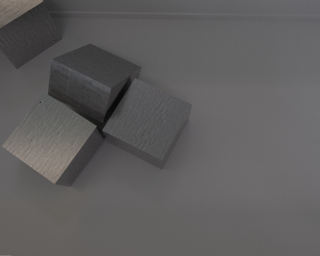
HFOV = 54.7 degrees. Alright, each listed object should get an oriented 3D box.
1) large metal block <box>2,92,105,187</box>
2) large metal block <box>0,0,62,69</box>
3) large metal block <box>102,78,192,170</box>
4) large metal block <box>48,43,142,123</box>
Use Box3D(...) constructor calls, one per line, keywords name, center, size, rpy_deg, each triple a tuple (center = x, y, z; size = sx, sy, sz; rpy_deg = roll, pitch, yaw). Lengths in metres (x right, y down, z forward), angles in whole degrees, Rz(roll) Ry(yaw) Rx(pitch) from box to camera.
Box3D(name="large metal block", center=(-0.127, 0.016, 0.385), size=(0.080, 0.050, 0.080), rpy_deg=(32, 80, 11))
Box3D(name="large metal block", center=(-0.196, -0.142, 0.431), size=(0.080, 0.080, 0.050), rpy_deg=(-40, 75, -13))
Box3D(name="large metal block", center=(-0.015, -0.005, 0.398), size=(0.080, 0.050, 0.080), rpy_deg=(26, 72, 9))
Box3D(name="large metal block", center=(-0.082, -0.061, 0.397), size=(0.080, 0.050, 0.080), rpy_deg=(26, 35, 9))
